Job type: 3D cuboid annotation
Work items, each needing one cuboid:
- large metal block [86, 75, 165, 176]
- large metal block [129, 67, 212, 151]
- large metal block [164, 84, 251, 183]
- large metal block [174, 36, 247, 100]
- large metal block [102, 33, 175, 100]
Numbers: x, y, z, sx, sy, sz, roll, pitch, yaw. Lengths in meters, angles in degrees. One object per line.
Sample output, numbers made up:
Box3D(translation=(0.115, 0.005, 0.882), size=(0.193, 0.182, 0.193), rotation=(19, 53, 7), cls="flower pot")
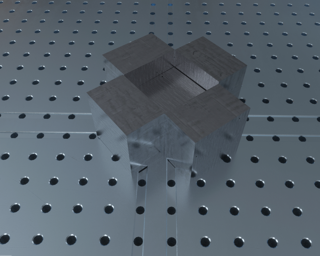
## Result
Box3D(translation=(-0.039, -0.003, 0.374), size=(0.050, 0.080, 0.080), rotation=(-32, 57, -24), cls="large metal block")
Box3D(translation=(0.014, -0.025, 0.411), size=(0.080, 0.050, 0.080), rotation=(-32, 56, -22), cls="large metal block")
Box3D(translation=(0.053, 0.007, 0.368), size=(0.080, 0.080, 0.050), rotation=(-30, 56, -23), cls="large metal block")
Box3D(translation=(0.064, -0.065, 0.428), size=(0.050, 0.080, 0.080), rotation=(-31, 57, -24), cls="large metal block")
Box3D(translation=(-0.027, -0.073, 0.434), size=(0.080, 0.080, 0.050), rotation=(-31, 57, -24), cls="large metal block")
